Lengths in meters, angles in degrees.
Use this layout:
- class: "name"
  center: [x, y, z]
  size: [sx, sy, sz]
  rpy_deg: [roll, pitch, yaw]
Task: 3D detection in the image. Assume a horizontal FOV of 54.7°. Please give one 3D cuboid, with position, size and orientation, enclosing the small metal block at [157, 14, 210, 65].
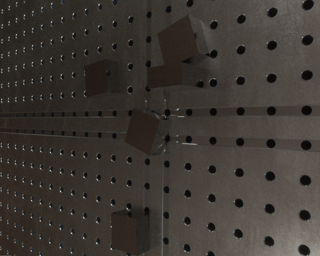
- class: "small metal block"
  center: [0.029, -0.103, 0.384]
  size: [0.050, 0.025, 0.050]
  rpy_deg: [-21, 77, 37]

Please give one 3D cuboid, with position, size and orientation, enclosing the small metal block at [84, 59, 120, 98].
- class: "small metal block"
  center: [-0.090, -0.075, 0.481]
  size: [0.050, 0.025, 0.050]
  rpy_deg: [-7, 86, 39]

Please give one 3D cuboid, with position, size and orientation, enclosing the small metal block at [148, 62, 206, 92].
- class: "small metal block"
  center: [0.021, -0.060, 0.374]
  size: [0.050, 0.050, 0.025]
  rpy_deg: [-1, 90, 39]

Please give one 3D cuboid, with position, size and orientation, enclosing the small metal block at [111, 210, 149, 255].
- class: "small metal block"
  center: [-0.043, 0.148, 0.443]
  size: [0.050, 0.025, 0.050]
  rpy_deg: [-2, 89, 39]

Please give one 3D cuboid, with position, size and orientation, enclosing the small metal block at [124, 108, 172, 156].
- class: "small metal block"
  center: [-0.017, 0.004, 0.421]
  size: [0.050, 0.025, 0.050]
  rpy_deg: [25, 106, 36]
